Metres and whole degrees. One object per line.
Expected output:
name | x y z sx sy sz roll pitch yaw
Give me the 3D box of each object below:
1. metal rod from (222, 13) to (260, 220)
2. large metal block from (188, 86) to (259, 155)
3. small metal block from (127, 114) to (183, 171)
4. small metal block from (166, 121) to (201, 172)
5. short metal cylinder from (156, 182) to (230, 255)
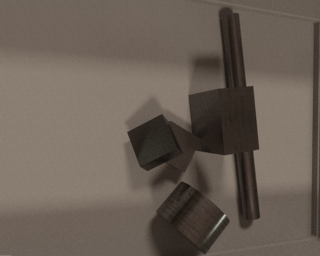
metal rod | 0.119 -0.015 0.456 0.025 0.025 0.298 -8 93 -20
large metal block | 0.082 -0.010 0.413 0.050 0.080 0.079 -7 93 -21
small metal block | -0.006 0.019 0.387 0.050 0.025 0.050 -27 63 8
small metal block | 0.020 0.025 0.419 0.050 0.025 0.050 31 80 -18
short metal cylinder | 0.042 0.115 0.398 0.080 0.080 0.050 46 76 -15
